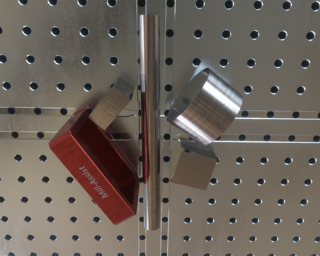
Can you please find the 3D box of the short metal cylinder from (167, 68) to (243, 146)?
[{"bbox_3d":[0.053,-0.026,0.375,0.050,0.080,0.080,36,106,-13],"label":"short metal cylinder"}]

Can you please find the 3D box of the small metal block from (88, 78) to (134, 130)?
[{"bbox_3d":[-0.060,-0.031,0.387,0.025,0.050,0.050,40,105,-14],"label":"small metal block"}]

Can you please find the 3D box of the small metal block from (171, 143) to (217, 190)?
[{"bbox_3d":[0.047,0.055,0.435,0.050,0.025,0.050,14,109,-6],"label":"small metal block"}]

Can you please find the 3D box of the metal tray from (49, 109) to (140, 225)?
[{"bbox_3d":[-0.076,0.047,0.394,0.030,0.090,0.130,-31,108,10],"label":"metal tray"}]

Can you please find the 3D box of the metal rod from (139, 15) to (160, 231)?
[{"bbox_3d":[-0.012,0.007,0.415,0.025,0.025,0.298,0,110,0],"label":"metal rod"}]
